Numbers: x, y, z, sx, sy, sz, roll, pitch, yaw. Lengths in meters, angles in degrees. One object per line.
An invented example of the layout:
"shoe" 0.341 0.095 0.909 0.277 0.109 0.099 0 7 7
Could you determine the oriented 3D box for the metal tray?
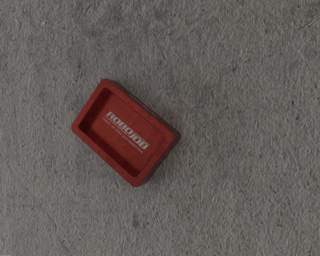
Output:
"metal tray" -0.049 0.005 0.423 0.130 0.030 0.090 40 102 15
